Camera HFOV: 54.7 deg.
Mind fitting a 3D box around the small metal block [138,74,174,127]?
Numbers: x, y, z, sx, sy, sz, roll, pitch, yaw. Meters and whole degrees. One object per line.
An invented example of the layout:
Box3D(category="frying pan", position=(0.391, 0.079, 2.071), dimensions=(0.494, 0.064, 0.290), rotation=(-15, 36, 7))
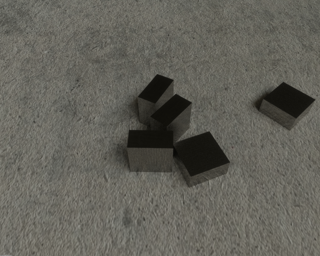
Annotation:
Box3D(category="small metal block", position=(-0.005, -0.035, 0.416), dimensions=(0.025, 0.050, 0.050), rotation=(23, 54, 18))

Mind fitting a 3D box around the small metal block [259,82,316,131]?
Box3D(category="small metal block", position=(0.176, -0.031, 0.430), dimensions=(0.050, 0.025, 0.050), rotation=(-36, 59, -27))

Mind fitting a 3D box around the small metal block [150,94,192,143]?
Box3D(category="small metal block", position=(0.014, -0.007, 0.392), dimensions=(0.025, 0.050, 0.050), rotation=(32, 57, 24))

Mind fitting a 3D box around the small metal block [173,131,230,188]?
Box3D(category="small metal block", position=(0.048, 0.037, 0.372), dimensions=(0.050, 0.025, 0.050), rotation=(-18, 52, -14))

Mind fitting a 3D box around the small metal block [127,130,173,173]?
Box3D(category="small metal block", position=(-0.010, 0.028, 0.363), dimensions=(0.050, 0.050, 0.025), rotation=(1, 50, 1))
